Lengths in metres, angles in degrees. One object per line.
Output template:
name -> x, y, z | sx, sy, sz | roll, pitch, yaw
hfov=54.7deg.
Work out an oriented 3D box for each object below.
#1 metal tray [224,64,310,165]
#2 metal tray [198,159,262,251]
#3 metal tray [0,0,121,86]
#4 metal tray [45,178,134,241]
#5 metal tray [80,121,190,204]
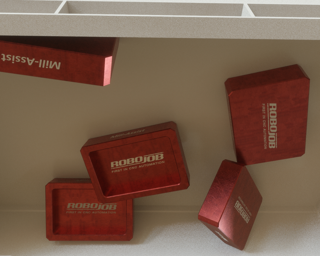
metal tray -> 0.137, -0.011, 0.398 | 0.090, 0.030, 0.129 | -11, 130, 9
metal tray -> 0.107, 0.114, 0.447 | 0.030, 0.090, 0.130 | 14, 156, 37
metal tray -> -0.107, -0.084, 0.293 | 0.131, 0.090, 0.030 | 7, 130, -7
metal tray -> -0.106, 0.125, 0.480 | 0.131, 0.030, 0.089 | 1, 94, -1
metal tray -> -0.032, 0.049, 0.426 | 0.131, 0.030, 0.089 | -12, 108, 10
